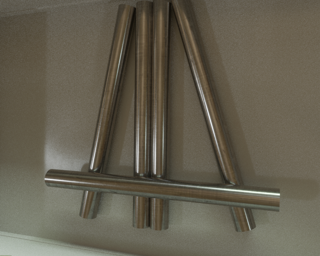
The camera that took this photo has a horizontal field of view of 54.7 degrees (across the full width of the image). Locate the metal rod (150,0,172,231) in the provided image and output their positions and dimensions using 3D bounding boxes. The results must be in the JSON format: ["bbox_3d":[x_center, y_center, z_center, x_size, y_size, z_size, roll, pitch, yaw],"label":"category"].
[{"bbox_3d":[0.001,-0.018,0.409,0.025,0.025,0.298,1,90,20],"label":"metal rod"}]

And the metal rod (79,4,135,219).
[{"bbox_3d":[-0.074,-0.020,0.435,0.025,0.025,0.298,13,94,19],"label":"metal rod"}]

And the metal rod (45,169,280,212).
[{"bbox_3d":[-0.012,0.074,0.386,0.301,0.025,0.025,2,91,20],"label":"metal rod"}]

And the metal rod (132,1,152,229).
[{"bbox_3d":[-0.022,-0.017,0.417,0.025,0.025,0.298,1,90,20],"label":"metal rod"}]

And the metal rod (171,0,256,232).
[{"bbox_3d":[0.065,-0.023,0.386,0.025,0.025,0.299,-17,84,19],"label":"metal rod"}]
